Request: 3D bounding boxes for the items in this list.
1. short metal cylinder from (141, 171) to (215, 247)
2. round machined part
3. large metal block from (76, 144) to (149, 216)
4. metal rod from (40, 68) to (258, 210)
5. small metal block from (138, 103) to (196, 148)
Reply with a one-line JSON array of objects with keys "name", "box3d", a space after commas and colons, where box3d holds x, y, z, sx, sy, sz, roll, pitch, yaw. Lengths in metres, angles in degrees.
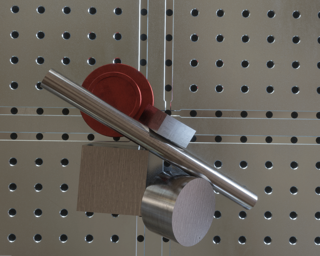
[{"name": "short metal cylinder", "box3d": [0.024, 0.097, 0.380, 0.081, 0.050, 0.079, -5, 97, -45]}, {"name": "round machined part", "box3d": [-0.057, -0.036, 0.404, 0.099, 0.042, 0.097, 0, 90, -1]}, {"name": "large metal block", "box3d": [-0.057, 0.063, 0.398, 0.081, 0.050, 0.079, 5, 90, -1]}, {"name": "metal rod", "box3d": [-0.003, 0.021, 0.381, 0.301, 0.025, 0.025, 32, 90, -13]}, {"name": "small metal block", "box3d": [0.009, -0.003, 0.391, 0.050, 0.050, 0.025, 28, 94, -35]}]
